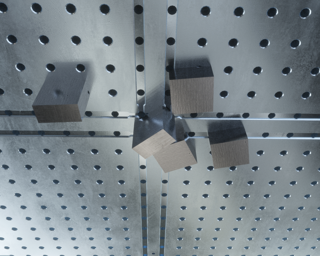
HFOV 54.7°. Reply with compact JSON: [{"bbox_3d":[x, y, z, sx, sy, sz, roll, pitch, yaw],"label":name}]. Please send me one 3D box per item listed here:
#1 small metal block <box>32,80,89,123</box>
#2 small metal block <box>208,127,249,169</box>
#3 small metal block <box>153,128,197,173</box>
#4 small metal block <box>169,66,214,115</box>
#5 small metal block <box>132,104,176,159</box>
[{"bbox_3d":[-0.115,-0.032,0.366,0.050,0.050,0.025,-2,130,1],"label":"small metal block"},{"bbox_3d":[0.097,0.029,0.438,0.050,0.025,0.050,-10,130,8],"label":"small metal block"},{"bbox_3d":[0.020,0.033,0.440,0.050,0.025,0.050,-19,128,15],"label":"small metal block"},{"bbox_3d":[0.038,-0.045,0.374,0.050,0.025,0.050,-4,130,3],"label":"small metal block"},{"bbox_3d":[-0.008,0.004,0.399,0.050,0.050,0.025,-33,123,24],"label":"small metal block"}]
